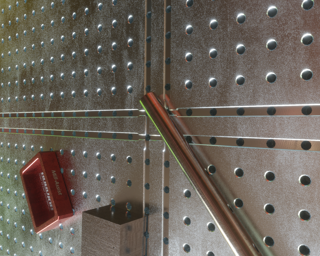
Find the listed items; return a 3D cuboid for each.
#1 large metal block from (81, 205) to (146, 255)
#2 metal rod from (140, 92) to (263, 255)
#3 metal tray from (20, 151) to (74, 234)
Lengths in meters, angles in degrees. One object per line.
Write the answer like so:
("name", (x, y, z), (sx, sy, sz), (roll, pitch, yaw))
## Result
("large metal block", (-0.068, 0.163, 0.447), (0.080, 0.050, 0.079), (3, 92, 39))
("metal rod", (0.057, 0.076, 0.360), (0.025, 0.025, 0.299), (-47, 63, 30))
("metal tray", (-0.215, 0.119, 0.579), (0.090, 0.030, 0.130), (-36, 68, 34))
